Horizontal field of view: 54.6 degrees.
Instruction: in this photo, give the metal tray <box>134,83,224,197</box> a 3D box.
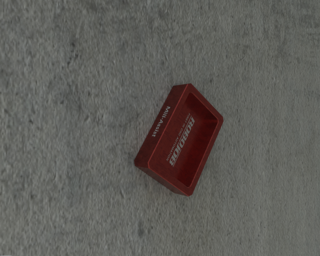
[{"bbox_3d":[0.031,0.016,0.425,0.090,0.030,0.130,41,65,-32],"label":"metal tray"}]
